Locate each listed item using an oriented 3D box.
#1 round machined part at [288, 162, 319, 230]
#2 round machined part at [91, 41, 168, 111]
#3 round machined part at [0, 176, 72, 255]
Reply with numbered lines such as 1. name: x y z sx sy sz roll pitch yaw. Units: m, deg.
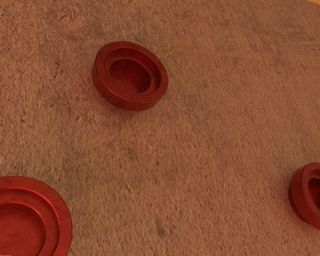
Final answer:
1. round machined part: 0.229 0.103 0.453 0.099 0.042 0.098 14 56 -21
2. round machined part: -0.042 -0.063 0.409 0.099 0.042 0.098 14 56 -21
3. round machined part: -0.129 0.094 0.266 0.099 0.042 0.098 14 56 -21
